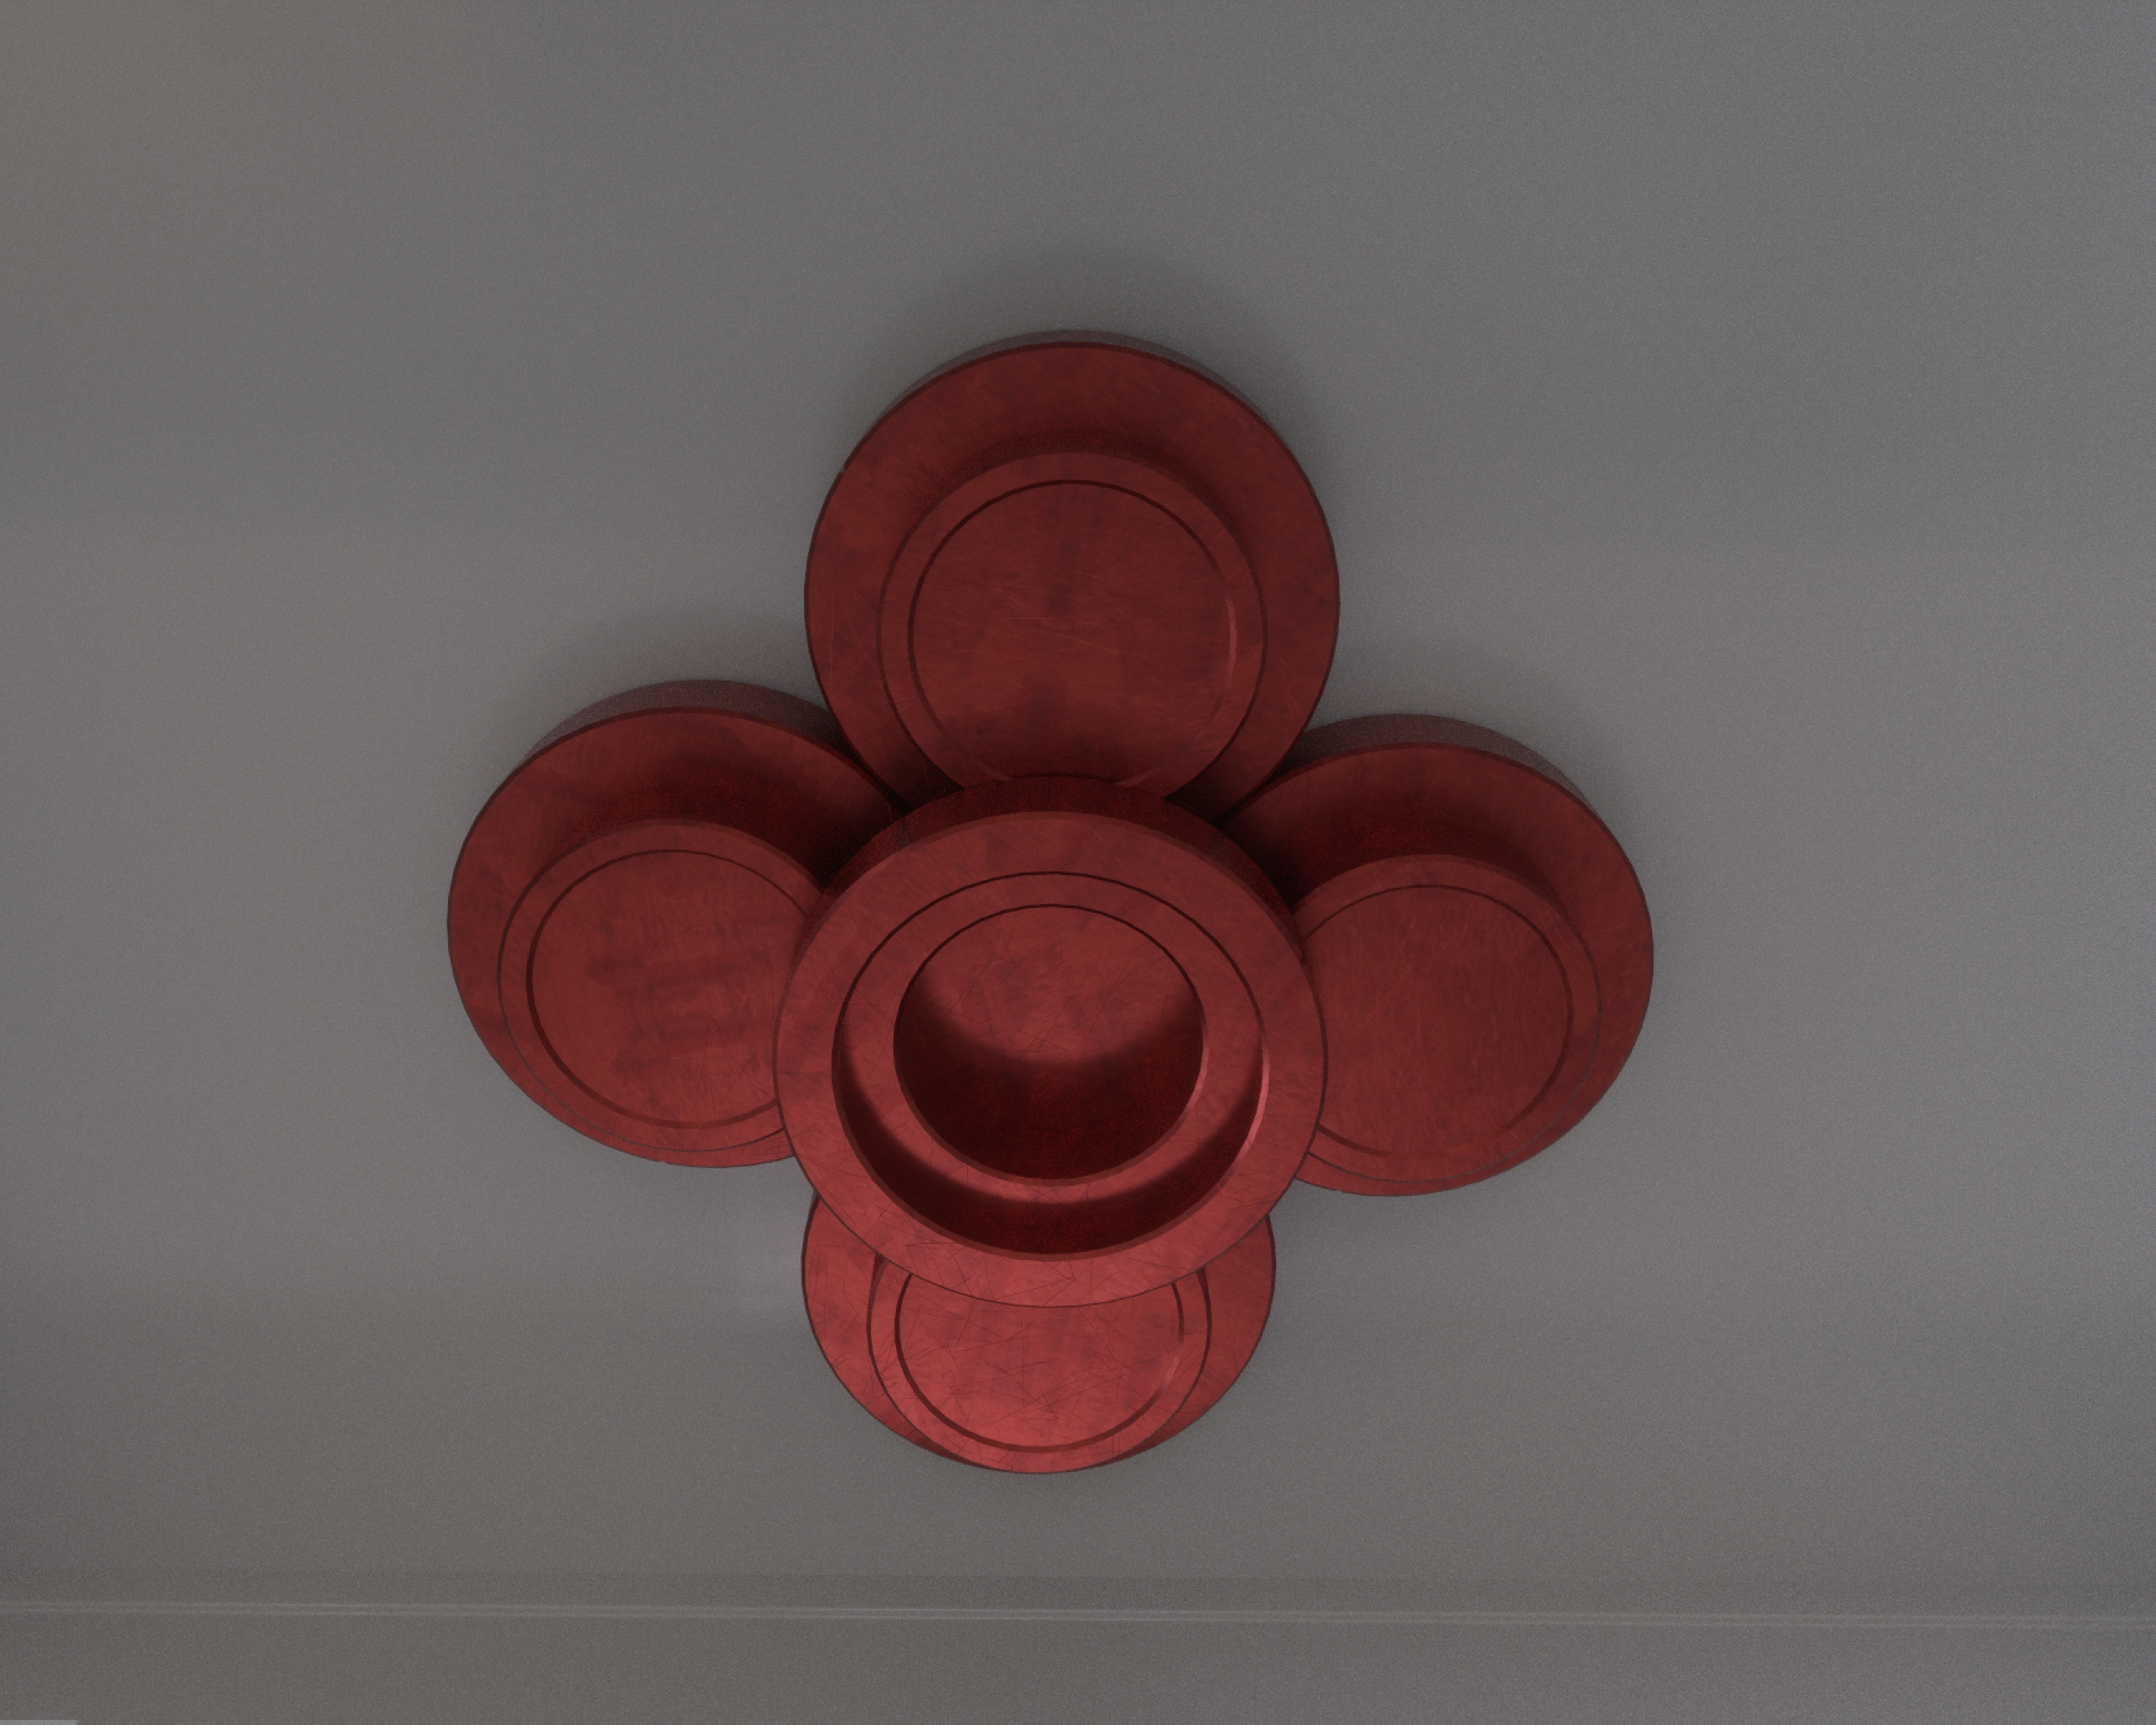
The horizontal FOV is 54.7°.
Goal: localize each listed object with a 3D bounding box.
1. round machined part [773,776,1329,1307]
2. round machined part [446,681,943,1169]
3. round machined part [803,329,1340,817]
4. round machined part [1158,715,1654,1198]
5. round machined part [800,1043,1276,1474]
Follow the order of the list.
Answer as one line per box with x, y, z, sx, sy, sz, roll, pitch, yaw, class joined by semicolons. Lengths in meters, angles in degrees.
-0.005;0.030;0.389;0.099;0.042;0.097;0;110;0;round machined part
-0.073;0.017;0.405;0.099;0.042;0.097;0;110;0;round machined part
-0.001;-0.046;0.382;0.099;0.042;0.097;0;110;0;round machined part
0.064;0.023;0.409;0.099;0.042;0.097;0;110;0;round machined part
-0.008;0.086;0.431;0.099;0.042;0.097;-1;109;-1;round machined part
